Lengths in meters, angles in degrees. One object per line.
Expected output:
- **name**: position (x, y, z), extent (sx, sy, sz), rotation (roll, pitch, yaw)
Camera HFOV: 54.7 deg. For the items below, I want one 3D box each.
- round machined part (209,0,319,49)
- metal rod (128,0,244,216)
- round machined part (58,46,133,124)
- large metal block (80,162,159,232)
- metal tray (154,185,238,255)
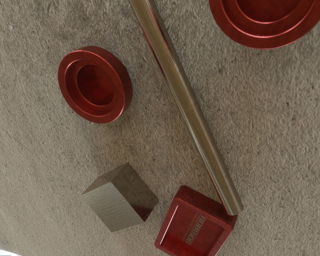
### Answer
- **round machined part**: position (0.096, -0.122, 0.269), extent (0.098, 0.042, 0.097), rotation (13, 124, 20)
- **metal rod**: position (0.039, -0.017, 0.374), extent (0.025, 0.025, 0.299), rotation (-14, 112, 33)
- **round machined part**: position (-0.078, -0.058, 0.399), extent (0.098, 0.042, 0.097), rotation (13, 124, 20)
- **large metal block**: position (-0.064, 0.111, 0.491), extent (0.080, 0.050, 0.080), rotation (-29, 103, 37)
- **metal tray**: position (0.050, 0.157, 0.472), extent (0.090, 0.030, 0.129), rotation (26, 128, 11)
